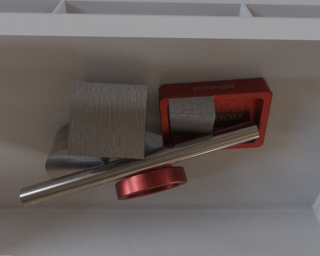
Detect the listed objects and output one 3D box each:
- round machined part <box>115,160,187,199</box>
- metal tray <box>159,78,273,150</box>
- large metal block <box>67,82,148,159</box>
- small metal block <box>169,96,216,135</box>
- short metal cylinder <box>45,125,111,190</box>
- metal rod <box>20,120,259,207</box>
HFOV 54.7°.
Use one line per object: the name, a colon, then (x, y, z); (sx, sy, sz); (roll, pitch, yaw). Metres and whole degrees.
round machined part: (-0.015, 0.067, 0.432); (0.099, 0.042, 0.098); (-14, 164, -4)
metal tray: (0.067, -0.014, 0.392); (0.131, 0.030, 0.089); (-4, 130, 2)
large metal block: (-0.056, -0.006, 0.355); (0.081, 0.080, 0.050); (3, 172, -2)
small metal block: (0.037, -0.014, 0.368); (0.050, 0.025, 0.050); (-3, 156, 3)
short metal cylinder: (-0.108, 0.040, 0.422); (0.081, 0.050, 0.079); (0, 130, 0)
metal rod: (-0.024, 0.044, 0.390); (0.302, 0.025, 0.025); (-16, 129, -1)
